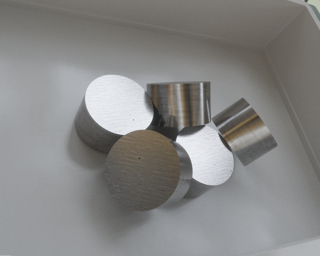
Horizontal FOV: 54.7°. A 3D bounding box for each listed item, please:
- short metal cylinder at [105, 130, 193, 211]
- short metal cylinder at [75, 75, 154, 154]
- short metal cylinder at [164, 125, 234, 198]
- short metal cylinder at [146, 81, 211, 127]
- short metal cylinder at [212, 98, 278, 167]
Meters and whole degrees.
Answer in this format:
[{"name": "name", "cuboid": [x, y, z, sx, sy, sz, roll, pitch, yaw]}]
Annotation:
[{"name": "short metal cylinder", "cuboid": [-0.010, 0.045, 0.328, 0.080, 0.080, 0.050, 66, 12, 18]}, {"name": "short metal cylinder", "cuboid": [-0.055, -0.016, 0.368, 0.081, 0.050, 0.080, 14, 56, -21]}, {"name": "short metal cylinder", "cuboid": [0.044, 0.042, 0.388, 0.081, 0.050, 0.080, 14, 56, -21]}, {"name": "short metal cylinder", "cuboid": [0.024, -0.033, 0.393, 0.081, 0.080, 0.050, -8, 102, -32]}, {"name": "short metal cylinder", "cuboid": [0.114, 0.006, 0.421, 0.080, 0.050, 0.080, 53, 10, -13]}]
